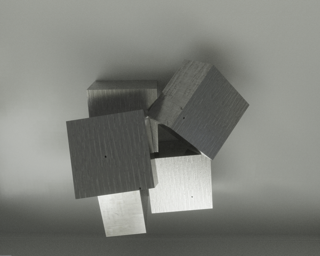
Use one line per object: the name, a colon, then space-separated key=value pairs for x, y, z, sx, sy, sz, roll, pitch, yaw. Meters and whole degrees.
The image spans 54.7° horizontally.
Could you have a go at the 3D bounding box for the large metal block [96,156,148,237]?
large metal block: x=-0.047 y=0.083 z=0.410 sx=0.050 sy=0.080 sz=0.079 roll=-6 pitch=110 yaw=2

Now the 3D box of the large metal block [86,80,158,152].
large metal block: x=-0.043 y=-0.016 z=0.390 sx=0.081 sy=0.050 sz=0.079 roll=-1 pitch=110 yaw=0

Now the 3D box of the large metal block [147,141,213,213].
large metal block: x=0.025 y=0.064 z=0.418 sx=0.080 sy=0.050 sz=0.079 roll=-5 pitch=110 yaw=1

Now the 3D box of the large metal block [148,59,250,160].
large metal block: x=0.045 y=-0.021 z=0.362 sx=0.080 sy=0.050 sz=0.080 roll=37 pitch=85 yaw=-37

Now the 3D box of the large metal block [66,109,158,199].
large metal block: x=-0.049 y=0.028 z=0.337 sx=0.080 sy=0.050 sz=0.080 roll=-9 pitch=85 yaw=3
